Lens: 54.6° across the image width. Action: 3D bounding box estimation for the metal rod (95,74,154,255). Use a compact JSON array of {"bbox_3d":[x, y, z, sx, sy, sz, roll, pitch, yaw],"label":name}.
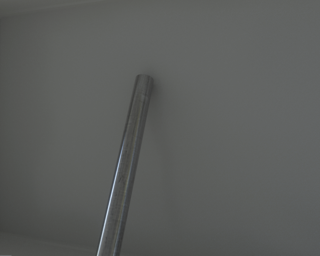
[{"bbox_3d":[-0.044,0.068,0.358,0.025,0.025,0.300,0,64,20],"label":"metal rod"}]
